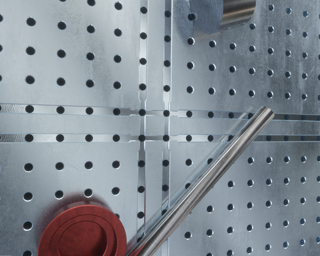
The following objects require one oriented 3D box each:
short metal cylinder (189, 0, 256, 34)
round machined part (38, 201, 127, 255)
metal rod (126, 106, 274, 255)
[{"bbox_3d":[0.082,-0.172,0.415,0.050,0.080,0.080,-19,97,-19],"label":"short metal cylinder"},{"bbox_3d":[-0.093,0.136,0.370,0.099,0.042,0.097,0,90,-21],"label":"round machined part"},{"bbox_3d":[0.062,0.078,0.436,0.301,0.025,0.025,-45,105,-15],"label":"metal rod"}]
